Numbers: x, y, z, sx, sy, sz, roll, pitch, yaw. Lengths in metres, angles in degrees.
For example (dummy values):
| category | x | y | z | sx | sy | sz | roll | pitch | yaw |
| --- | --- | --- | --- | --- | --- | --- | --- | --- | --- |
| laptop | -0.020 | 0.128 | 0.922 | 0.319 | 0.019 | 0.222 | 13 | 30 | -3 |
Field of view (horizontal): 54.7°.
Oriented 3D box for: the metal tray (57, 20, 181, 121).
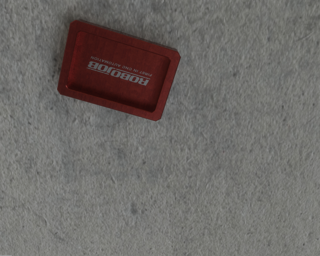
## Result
| category | x | y | z | sx | sy | sz | roll | pitch | yaw |
| --- | --- | --- | --- | --- | --- | --- | --- | --- | --- |
| metal tray | -0.050 | -0.069 | 0.380 | 0.131 | 0.030 | 0.089 | 16 | 109 | -6 |
